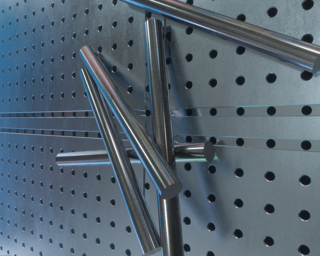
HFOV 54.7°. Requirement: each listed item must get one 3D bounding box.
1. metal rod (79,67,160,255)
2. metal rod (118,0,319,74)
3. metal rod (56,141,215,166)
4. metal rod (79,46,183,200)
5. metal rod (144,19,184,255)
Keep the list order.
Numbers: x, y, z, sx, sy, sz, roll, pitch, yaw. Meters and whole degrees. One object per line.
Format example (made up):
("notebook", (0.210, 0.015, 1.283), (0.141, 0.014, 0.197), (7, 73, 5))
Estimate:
("metal rod", (-0.063, 0.025, 0.428), (0.025, 0.025, 0.299), (-46, 53, 30))
("metal rod", (0.045, -0.131, 0.370), (0.300, 0.025, 0.025), (34, 111, 34))
("metal rod", (-0.058, 0.042, 0.454), (0.300, 0.025, 0.025), (-7, 86, 39))
("metal rod", (-0.054, -0.030, 0.410), (0.025, 0.025, 0.300), (-57, 45, 24))
("metal rod", (0.003, 0.005, 0.376), (0.025, 0.025, 0.299), (-17, 70, 38))
